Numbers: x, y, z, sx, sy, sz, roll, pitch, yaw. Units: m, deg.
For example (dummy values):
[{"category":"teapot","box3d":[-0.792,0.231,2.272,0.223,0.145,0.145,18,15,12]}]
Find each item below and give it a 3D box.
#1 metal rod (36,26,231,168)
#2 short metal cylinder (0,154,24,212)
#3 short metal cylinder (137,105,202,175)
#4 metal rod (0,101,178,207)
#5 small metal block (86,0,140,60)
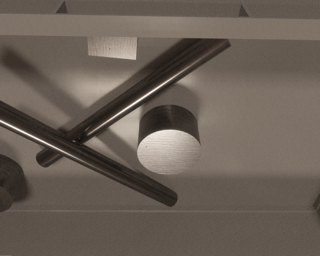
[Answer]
[{"category":"metal rod","box3d":[-0.049,-0.026,0.386,0.300,0.025,0.025,-31,124,23]},{"category":"short metal cylinder","box3d":[-0.252,0.082,0.458,0.081,0.050,0.079,0,130,0]},{"category":"short metal cylinder","box3d":[0.012,0.016,0.407,0.081,0.050,0.079,0,130,0]},{"category":"metal rod","box3d":[-0.081,0.049,0.422,0.025,0.025,0.301,-35,131,26]},{"category":"small metal block","box3d":[-0.048,-0.102,0.322,0.050,0.025,0.050,4,130,-5]}]
